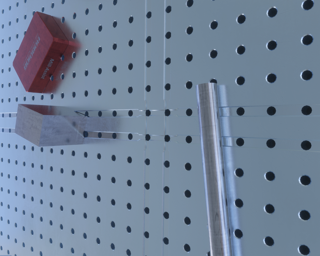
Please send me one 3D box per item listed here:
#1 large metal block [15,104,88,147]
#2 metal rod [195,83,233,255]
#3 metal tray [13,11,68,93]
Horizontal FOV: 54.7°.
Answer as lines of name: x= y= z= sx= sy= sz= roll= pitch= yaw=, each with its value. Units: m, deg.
large metal block: x=-0.183 y=-0.006 z=0.522 sx=0.080 sy=0.081 sz=0.050 roll=19 pitch=102 yaw=38
metal rod: x=0.066 y=0.098 z=0.353 sx=0.025 sy=0.025 sz=0.298 roll=-8 pitch=85 yaw=39
metal tray: x=-0.233 y=-0.142 z=0.595 sx=0.129 sy=0.030 sz=0.090 roll=-51 pitch=61 yaw=27
